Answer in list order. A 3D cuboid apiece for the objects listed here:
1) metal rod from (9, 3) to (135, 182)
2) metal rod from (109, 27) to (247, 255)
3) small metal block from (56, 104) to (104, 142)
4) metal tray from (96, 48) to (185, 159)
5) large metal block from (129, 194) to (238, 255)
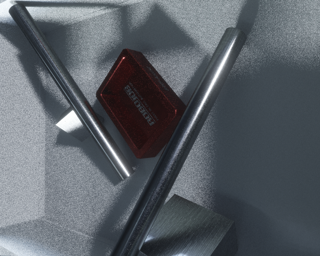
[{"bbox_3d":[-0.130,-0.054,0.454,0.025,0.025,0.299,-36,86,34],"label":"metal rod"},{"bbox_3d":[0.015,0.029,0.321,0.025,0.025,0.299,22,81,37],"label":"metal rod"},{"bbox_3d":[-0.126,-0.010,0.489,0.050,0.050,0.025,-32,32,35],"label":"small metal block"},{"bbox_3d":[-0.029,-0.034,0.424,0.090,0.030,0.130,-51,60,27],"label":"metal tray"},{"bbox_3d":[0.027,0.129,0.338,0.080,0.080,0.050,17,133,38],"label":"large metal block"}]
